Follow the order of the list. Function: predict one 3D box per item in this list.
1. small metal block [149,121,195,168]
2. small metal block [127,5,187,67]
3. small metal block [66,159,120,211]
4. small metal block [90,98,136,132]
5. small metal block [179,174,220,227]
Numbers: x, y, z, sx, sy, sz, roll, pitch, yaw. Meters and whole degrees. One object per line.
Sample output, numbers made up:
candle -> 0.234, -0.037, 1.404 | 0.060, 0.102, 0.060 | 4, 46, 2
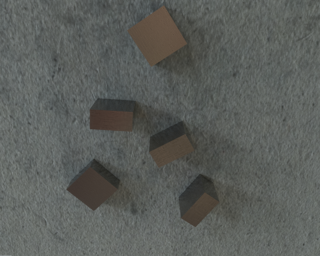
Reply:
small metal block -> 0.014, 0.020, 0.404 | 0.050, 0.050, 0.025 | -27, 108, 9
small metal block -> -0.003, -0.109, 0.369 | 0.050, 0.025, 0.050 | -31, 108, 10
small metal block -> -0.094, 0.081, 0.438 | 0.050, 0.025, 0.050 | -43, 105, 14
small metal block -> -0.058, -0.017, 0.389 | 0.050, 0.050, 0.025 | 4, 110, -2
small metal block -> 0.053, 0.100, 0.434 | 0.025, 0.050, 0.050 | 35, 106, -12
